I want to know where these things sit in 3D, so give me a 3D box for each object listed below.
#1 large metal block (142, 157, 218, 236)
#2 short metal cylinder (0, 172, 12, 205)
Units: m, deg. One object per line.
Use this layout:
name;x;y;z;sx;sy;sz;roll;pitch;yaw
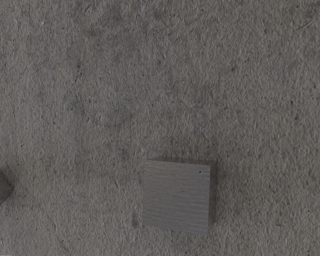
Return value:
large metal block;0.026;0.080;0.386;0.080;0.050;0.079;3;91;20
short metal cylinder;-0.281;0.098;0.479;0.080;0.080;0.050;-45;76;14
